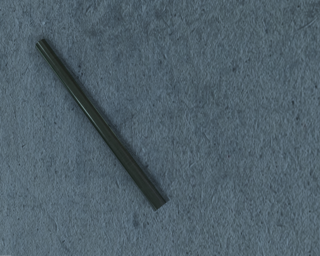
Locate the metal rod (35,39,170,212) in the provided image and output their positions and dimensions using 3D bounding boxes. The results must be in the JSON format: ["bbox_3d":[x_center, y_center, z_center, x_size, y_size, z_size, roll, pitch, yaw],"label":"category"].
[{"bbox_3d":[-0.088,-0.012,0.440,0.025,0.025,0.300,-42,77,15],"label":"metal rod"}]
